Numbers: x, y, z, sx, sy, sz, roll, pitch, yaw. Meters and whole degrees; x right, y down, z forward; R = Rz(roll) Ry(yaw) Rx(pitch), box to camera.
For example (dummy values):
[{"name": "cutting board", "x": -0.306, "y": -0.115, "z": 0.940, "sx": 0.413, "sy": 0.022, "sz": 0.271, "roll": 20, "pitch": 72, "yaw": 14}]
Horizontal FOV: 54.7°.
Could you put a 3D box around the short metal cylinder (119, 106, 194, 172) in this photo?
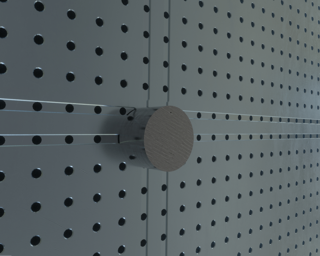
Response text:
[{"name": "short metal cylinder", "x": -0.003, "y": 0.013, "z": 0.392, "sx": 0.081, "sy": 0.050, "sz": 0.079, "roll": 0, "pitch": 90, "yaw": -40}]
